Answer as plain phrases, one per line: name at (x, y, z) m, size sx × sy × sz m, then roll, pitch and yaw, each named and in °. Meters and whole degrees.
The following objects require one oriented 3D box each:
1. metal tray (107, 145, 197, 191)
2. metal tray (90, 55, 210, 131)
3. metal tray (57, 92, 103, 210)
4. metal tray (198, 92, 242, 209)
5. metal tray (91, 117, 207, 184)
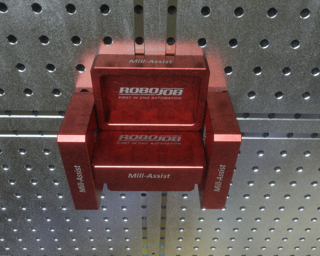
metal tray at (-0.013, 0.053, 0.451) m, size 0.131 × 0.030 × 0.089 m, roll 0°, pitch 130°, yaw -1°
metal tray at (-0.011, -0.040, 0.374) m, size 0.131 × 0.030 × 0.089 m, roll 0°, pitch 130°, yaw -1°
metal tray at (-0.093, 0.031, 0.393) m, size 0.030 × 0.090 × 0.129 m, roll 1°, pitch 130°, yaw -1°
metal tray at (0.069, 0.030, 0.395) m, size 0.030 × 0.090 × 0.129 m, roll 1°, pitch 130°, yaw -1°
metal tray at (-0.013, 0.026, 0.388) m, size 0.131 × 0.090 × 0.030 m, roll 1°, pitch 130°, yaw -1°
